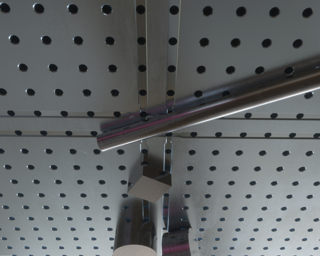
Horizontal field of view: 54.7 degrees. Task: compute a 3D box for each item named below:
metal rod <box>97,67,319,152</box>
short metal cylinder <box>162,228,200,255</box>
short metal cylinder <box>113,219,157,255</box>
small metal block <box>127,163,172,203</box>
[{"bbox_3d":[0.060,-0.021,0.394,0.301,0.025,0.025,-16,128,13],"label":"metal rod"},{"bbox_3d":[0.040,0.230,0.572,0.050,0.080,0.080,-16,129,13],"label":"short metal cylinder"},{"bbox_3d":[-0.045,0.215,0.578,0.081,0.050,0.079,0,130,0],"label":"short metal cylinder"},{"bbox_3d":[-0.017,0.087,0.486,0.050,0.025,0.050,24,126,-20],"label":"small metal block"}]
